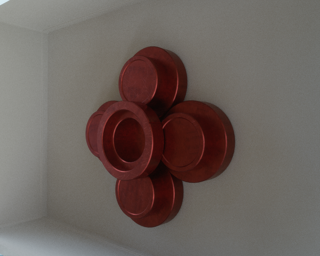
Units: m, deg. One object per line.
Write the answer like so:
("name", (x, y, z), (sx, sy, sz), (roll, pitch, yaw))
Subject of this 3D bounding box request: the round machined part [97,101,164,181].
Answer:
("round machined part", (-0.032, 0.015, 0.392), (0.098, 0.042, 0.097), (0, 90, 40))

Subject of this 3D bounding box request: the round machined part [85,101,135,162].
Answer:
("round machined part", (-0.071, 0.009, 0.452), (0.098, 0.042, 0.097), (0, 90, 40))

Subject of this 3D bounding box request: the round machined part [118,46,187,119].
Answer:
("round machined part", (-0.016, -0.058, 0.405), (0.098, 0.042, 0.097), (0, 90, 40))

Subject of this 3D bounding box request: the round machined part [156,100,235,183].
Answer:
("round machined part", (0.034, 0.016, 0.365), (0.098, 0.042, 0.097), (0, 90, 40))

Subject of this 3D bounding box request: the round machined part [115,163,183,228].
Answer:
("round machined part", (-0.021, 0.082, 0.411), (0.098, 0.042, 0.097), (-2, 87, 39))
